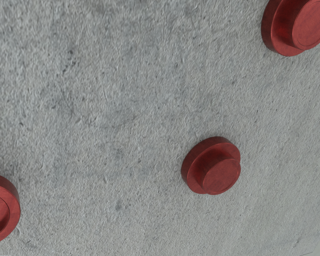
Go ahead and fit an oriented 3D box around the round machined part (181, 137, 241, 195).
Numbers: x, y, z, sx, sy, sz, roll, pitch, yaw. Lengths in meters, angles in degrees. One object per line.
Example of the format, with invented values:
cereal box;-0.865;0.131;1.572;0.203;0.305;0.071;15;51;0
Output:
round machined part;0.086;0.065;0.483;0.099;0.042;0.097;-14;124;-21

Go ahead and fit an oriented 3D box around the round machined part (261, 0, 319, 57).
round machined part;0.187;-0.142;0.410;0.099;0.042;0.097;-14;124;-21

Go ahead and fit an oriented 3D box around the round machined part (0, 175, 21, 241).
round machined part;-0.206;0.085;0.335;0.099;0.042;0.097;-14;124;-21
